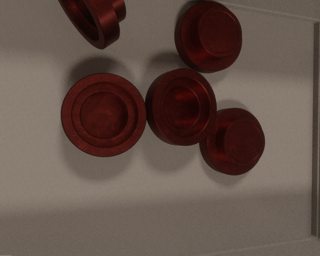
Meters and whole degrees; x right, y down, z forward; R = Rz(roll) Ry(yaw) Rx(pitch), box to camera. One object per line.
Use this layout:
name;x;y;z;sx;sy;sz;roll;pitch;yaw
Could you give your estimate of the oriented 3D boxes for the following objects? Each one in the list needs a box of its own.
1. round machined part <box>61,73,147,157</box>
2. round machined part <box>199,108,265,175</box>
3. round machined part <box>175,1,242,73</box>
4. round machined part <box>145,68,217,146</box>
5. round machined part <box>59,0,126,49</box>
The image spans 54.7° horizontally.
round machined part;-0.069;-0.015;0.376;0.099;0.042;0.097;0;90;-20
round machined part;0.110;0.020;0.444;0.099;0.042;0.097;0;90;-21
round machined part;0.073;-0.128;0.430;0.099;0.042;0.097;0;90;-21
round machined part;0.023;-0.026;0.405;0.099;0.042;0.097;1;89;-30
round machined part;-0.075;-0.141;0.344;0.042;0.098;0.098;-39;103;-16
